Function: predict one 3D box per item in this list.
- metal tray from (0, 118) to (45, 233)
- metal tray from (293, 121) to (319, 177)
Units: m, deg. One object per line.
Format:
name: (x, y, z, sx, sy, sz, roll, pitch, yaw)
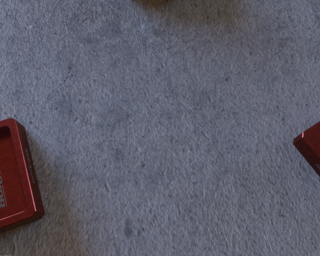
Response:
metal tray: (-0.204, 0.061, 0.380, 0.091, 0.030, 0.130, -19, 71, -7)
metal tray: (0.249, 0.042, 0.393, 0.090, 0.030, 0.130, -31, 73, -11)
